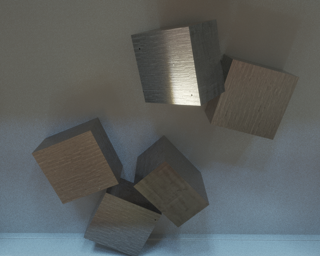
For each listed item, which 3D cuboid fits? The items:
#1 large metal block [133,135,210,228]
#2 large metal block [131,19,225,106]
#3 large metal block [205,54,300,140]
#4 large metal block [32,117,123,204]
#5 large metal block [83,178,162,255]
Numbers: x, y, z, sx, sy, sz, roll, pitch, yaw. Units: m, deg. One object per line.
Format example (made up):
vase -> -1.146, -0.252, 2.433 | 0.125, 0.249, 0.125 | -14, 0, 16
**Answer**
large metal block -> 0.014, 0.067, 0.407 | 0.050, 0.080, 0.080 | -40, 106, 13
large metal block -> 0.021, -0.073, 0.350 | 0.080, 0.050, 0.079 | 7, 117, 41
large metal block -> 0.110, -0.040, 0.385 | 0.081, 0.050, 0.079 | 14, 109, -6
large metal block -> -0.106, 0.043, 0.412 | 0.080, 0.050, 0.080 | -21, 109, 7
large metal block -> -0.052, 0.125, 0.443 | 0.080, 0.050, 0.080 | 24, 108, -9
